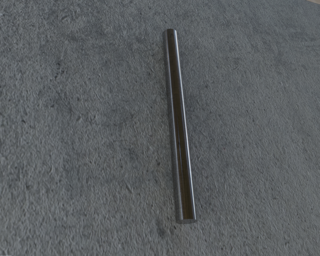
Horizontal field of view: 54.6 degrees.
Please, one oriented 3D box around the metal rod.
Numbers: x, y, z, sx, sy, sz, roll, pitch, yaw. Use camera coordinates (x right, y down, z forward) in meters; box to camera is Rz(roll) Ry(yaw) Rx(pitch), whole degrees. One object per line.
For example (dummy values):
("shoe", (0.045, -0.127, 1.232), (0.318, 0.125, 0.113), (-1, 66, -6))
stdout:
("metal rod", (0.023, -0.022, 0.429), (0.025, 0.025, 0.299), (11, 57, -23))
